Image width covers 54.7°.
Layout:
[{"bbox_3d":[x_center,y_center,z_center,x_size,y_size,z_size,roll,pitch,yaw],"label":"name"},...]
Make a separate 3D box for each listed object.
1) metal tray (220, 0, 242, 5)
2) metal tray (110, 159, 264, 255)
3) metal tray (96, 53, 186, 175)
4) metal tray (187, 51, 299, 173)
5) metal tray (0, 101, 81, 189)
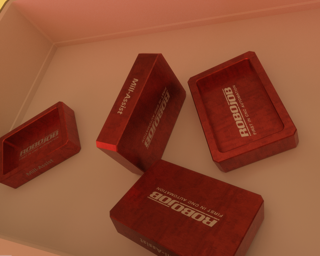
[{"bbox_3d":[0.129,-0.262,0.459,0.030,0.090,0.130,33,80,38],"label":"metal tray"},{"bbox_3d":[0.026,0.088,0.313,0.130,0.030,0.090,16,47,34],"label":"metal tray"},{"bbox_3d":[-0.017,-0.015,0.381,0.030,0.090,0.130,9,66,32],"label":"metal tray"},{"bbox_3d":[0.092,-0.023,0.367,0.090,0.030,0.130,-23,53,14],"label":"metal tray"},{"bbox_3d":[-0.193,0.026,0.487,0.130,0.030,0.090,-29,52,9],"label":"metal tray"}]
